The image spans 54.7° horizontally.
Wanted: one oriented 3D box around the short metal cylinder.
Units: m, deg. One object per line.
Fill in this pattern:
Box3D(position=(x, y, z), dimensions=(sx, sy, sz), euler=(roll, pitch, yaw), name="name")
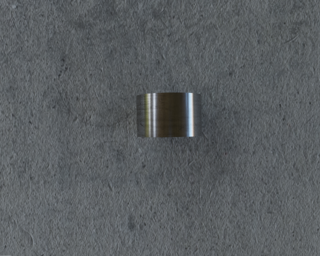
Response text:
Box3D(position=(0.011, -0.015, 0.384), dimensions=(0.081, 0.080, 0.050), euler=(-1, 90, -1), name="short metal cylinder")
